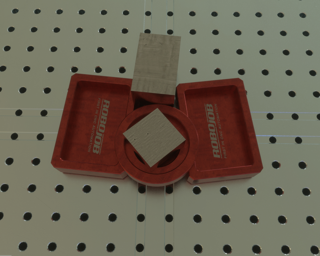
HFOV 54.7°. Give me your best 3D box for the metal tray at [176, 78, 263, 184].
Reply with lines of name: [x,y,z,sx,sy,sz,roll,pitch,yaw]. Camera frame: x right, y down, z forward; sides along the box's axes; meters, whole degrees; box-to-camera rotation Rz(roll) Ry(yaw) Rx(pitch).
metal tray: [0.073,0.002,0.405,0.091,0.030,0.130,-6,70,-3]

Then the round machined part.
round machined part: [-0.004,0.023,0.380,0.099,0.042,0.098,0,70,0]

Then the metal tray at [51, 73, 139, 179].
metal tray: [-0.080,-0.004,0.406,0.091,0.030,0.130,6,70,2]

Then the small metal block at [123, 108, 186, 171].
small metal block: [-0.006,0.014,0.358,0.050,0.025,0.050,-38,74,-13]

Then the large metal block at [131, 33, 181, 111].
large metal block: [-0.004,-0.063,0.402,0.050,0.080,0.080,6,70,2]
